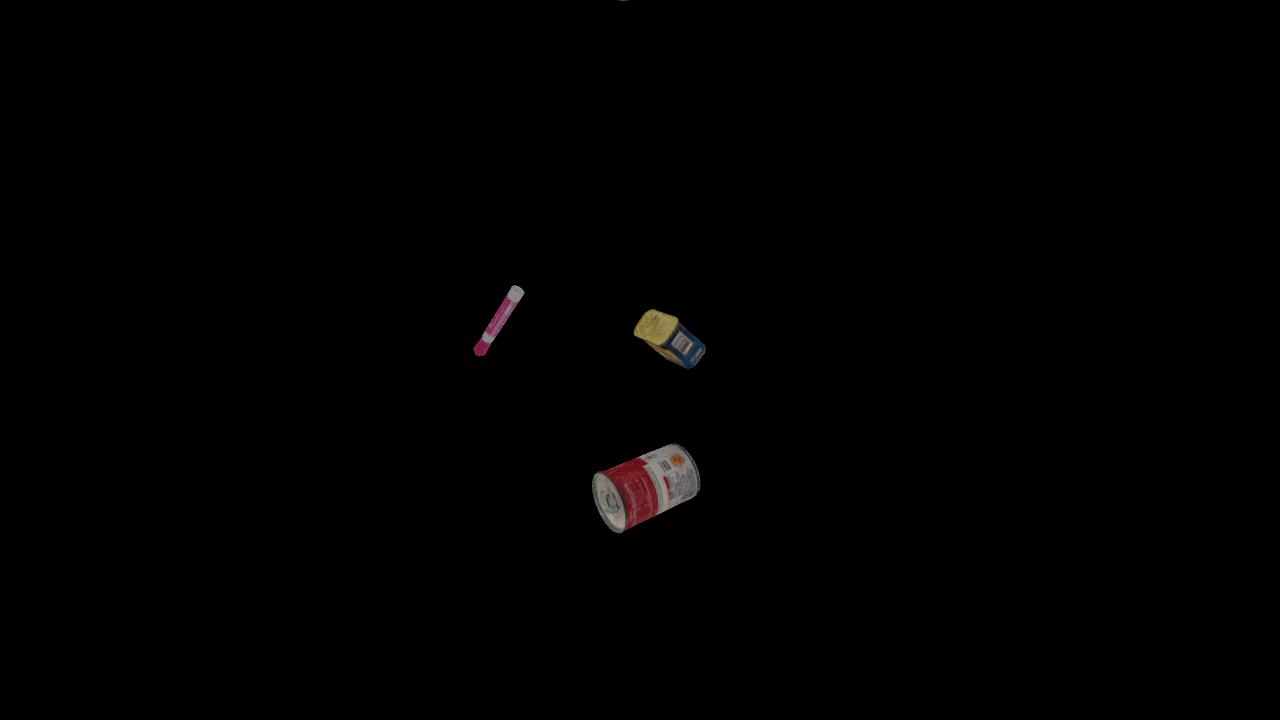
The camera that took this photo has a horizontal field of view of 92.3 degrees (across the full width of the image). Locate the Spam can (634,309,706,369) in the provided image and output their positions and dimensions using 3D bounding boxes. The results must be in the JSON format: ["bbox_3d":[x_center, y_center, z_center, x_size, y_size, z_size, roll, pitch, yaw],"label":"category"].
[{"bbox_3d":[0.052,-0.035,1.056,0.085,0.058,0.101,39,-7,-34],"label":"Spam can"}]

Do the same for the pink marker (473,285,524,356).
[{"bbox_3d":[-0.196,-0.051,0.846,0.020,0.121,0.020,30,26,-17],"label":"pink marker"}]

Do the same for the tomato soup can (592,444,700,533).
[{"bbox_3d":[0.008,0.138,0.674,0.101,0.068,0.068,-18,9,-30],"label":"tomato soup can"}]
